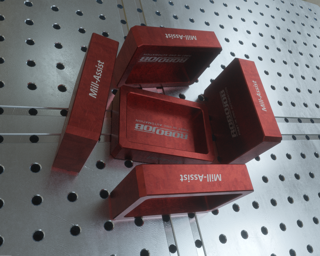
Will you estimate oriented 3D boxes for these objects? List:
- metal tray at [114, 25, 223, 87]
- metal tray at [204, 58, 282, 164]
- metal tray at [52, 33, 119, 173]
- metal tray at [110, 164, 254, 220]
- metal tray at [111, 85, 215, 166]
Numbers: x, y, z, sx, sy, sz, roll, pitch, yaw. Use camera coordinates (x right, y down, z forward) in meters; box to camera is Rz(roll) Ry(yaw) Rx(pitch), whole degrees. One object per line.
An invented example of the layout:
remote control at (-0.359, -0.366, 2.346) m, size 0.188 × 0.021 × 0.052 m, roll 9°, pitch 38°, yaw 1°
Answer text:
metal tray at (0.009, -0.094, 0.428) m, size 0.131 × 0.090 × 0.030 m, roll -7°, pitch 65°, yaw -31°
metal tray at (0.110, -0.021, 0.438) m, size 0.030 × 0.090 × 0.130 m, roll 5°, pitch 60°, yaw -26°
metal tray at (-0.081, -0.028, 0.339) m, size 0.030 × 0.090 × 0.130 m, roll 17°, pitch 55°, yaw -18°
metal tray at (0.022, 0.069, 0.336) m, size 0.131 × 0.090 × 0.030 m, roll 3°, pitch 61°, yaw -26°
metal tray at (0.004, 0.001, 0.405) m, size 0.131 × 0.030 × 0.090 m, roll 11°, pitch 57°, yaw -23°
